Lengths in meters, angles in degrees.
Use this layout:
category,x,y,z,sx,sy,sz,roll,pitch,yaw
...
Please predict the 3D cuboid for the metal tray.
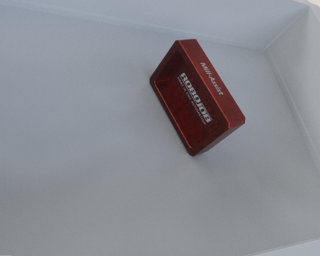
category,x,y,z,sx,sy,sz,roll,pitch,yaw
metal tray,0.043,-0.039,0.406,0.030,0.090,0.130,-17,71,-36
